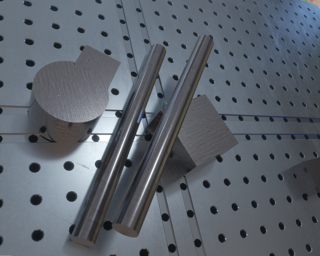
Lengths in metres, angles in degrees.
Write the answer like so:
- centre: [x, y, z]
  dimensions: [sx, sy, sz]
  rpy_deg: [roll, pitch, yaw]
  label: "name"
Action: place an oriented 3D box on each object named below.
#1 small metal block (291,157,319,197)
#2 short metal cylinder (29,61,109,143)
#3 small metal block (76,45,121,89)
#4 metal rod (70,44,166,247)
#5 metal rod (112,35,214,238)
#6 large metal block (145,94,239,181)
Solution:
- centre: [0.246, 0.077, 0.493]
  dimensions: [0.050, 0.025, 0.050]
  rpy_deg: [-7, 65, -31]
  label: "small metal block"
- centre: [-0.105, -0.029, 0.353]
  dimensions: [0.081, 0.050, 0.080]
  rpy_deg: [14, 56, -21]
  label: "short metal cylinder"
- centre: [-0.086, -0.074, 0.407]
  dimensions: [0.050, 0.025, 0.050]
  rpy_deg: [26, 53, -12]
  label: "small metal block"
- centre: [-0.039, -0.005, 0.389]
  dimensions: [0.025, 0.025, 0.300]
  rpy_deg: [27, 52, -12]
  label: "metal rod"
- centre: [0.018, -0.018, 0.364]
  dimensions: [0.025, 0.025, 0.301]
  rpy_deg: [31, 52, -9]
  label: "metal rod"
- centre: [0.041, 0.011, 0.408]
  dimensions: [0.081, 0.050, 0.080]
  rpy_deg: [-22, 74, -36]
  label: "large metal block"
